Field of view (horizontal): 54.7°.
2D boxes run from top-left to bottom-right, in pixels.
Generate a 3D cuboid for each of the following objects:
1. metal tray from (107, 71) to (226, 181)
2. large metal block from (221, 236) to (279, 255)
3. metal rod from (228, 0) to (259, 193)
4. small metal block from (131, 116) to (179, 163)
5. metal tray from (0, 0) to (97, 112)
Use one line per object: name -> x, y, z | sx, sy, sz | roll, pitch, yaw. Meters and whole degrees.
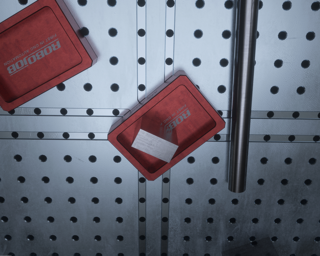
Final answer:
metal tray -> 0.008, -0.001, 0.410 | 0.130, 0.030, 0.090 | -39, 106, 12
large metal block -> 0.152, 0.230, 0.487 | 0.080, 0.050, 0.080 | -21, 109, 7
metal rod -> 0.106, -0.053, 0.395 | 0.025, 0.025, 0.298 | -2, 110, 0
small metal block -> -0.006, 0.013, 0.391 | 0.050, 0.050, 0.025 | 25, 108, -9
metal tray -> -0.156, -0.088, 0.375 | 0.130, 0.030, 0.090 | -27, 108, 9
